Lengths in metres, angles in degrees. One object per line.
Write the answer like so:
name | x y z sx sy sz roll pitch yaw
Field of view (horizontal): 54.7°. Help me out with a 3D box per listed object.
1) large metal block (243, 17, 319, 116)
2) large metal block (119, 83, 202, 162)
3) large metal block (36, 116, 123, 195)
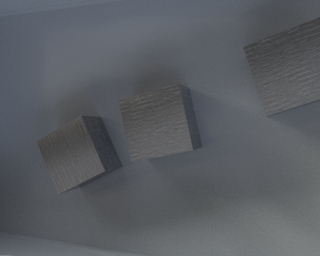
large metal block | 0.147 -0.063 0.345 0.080 0.050 0.080 -19 84 18
large metal block | 0.002 -0.005 0.396 0.080 0.050 0.080 -13 86 19
large metal block | -0.112 0.037 0.435 0.080 0.050 0.080 -28 81 17
